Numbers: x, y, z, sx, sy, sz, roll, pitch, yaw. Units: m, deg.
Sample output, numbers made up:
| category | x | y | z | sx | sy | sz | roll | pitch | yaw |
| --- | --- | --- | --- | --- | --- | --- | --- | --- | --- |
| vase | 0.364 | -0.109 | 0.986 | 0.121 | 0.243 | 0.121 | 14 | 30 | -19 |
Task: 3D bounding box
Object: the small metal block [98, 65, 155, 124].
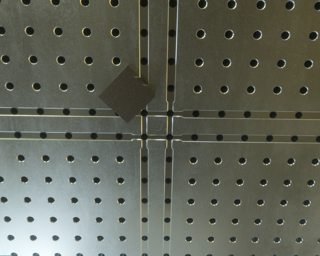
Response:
| category | x | y | z | sx | sy | sz | roll | pitch | yaw |
| --- | --- | --- | --- | --- | --- | --- | --- | --- | --- |
| small metal block | -0.042 | -0.043 | 0.397 | 0.050 | 0.025 | 0.050 | 43 | 104 | -14 |
